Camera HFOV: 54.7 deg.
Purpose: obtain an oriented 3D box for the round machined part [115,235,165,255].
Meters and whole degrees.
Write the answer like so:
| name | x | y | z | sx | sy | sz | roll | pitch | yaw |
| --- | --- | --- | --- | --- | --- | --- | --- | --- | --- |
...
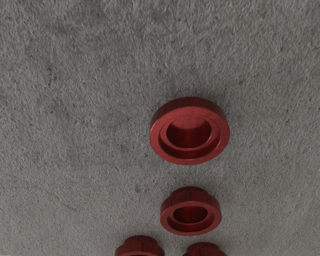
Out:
| name | x | y | z | sx | sy | sz | roll | pitch | yaw |
| --- | --- | --- | --- | --- | --- | --- | --- | --- | --- |
| round machined part | -0.039 | 0.246 | 0.605 | 0.099 | 0.042 | 0.097 | 0 | 130 | 0 |

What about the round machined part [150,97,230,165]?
| name | x | y | z | sx | sy | sz | roll | pitch | yaw |
| --- | --- | --- | --- | --- | --- | --- | --- | --- | --- |
| round machined part | 0.037 | -0.001 | 0.396 | 0.099 | 0.042 | 0.097 | 0 | 130 | 0 |

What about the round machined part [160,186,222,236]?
| name | x | y | z | sx | sy | sz | roll | pitch | yaw |
| --- | --- | --- | --- | --- | --- | --- | --- | --- | --- |
| round machined part | 0.049 | 0.133 | 0.510 | 0.099 | 0.042 | 0.097 | 0 | 130 | 0 |

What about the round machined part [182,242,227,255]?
| name | x | y | z | sx | sy | sz | roll | pitch | yaw |
| --- | --- | --- | --- | --- | --- | --- | --- | --- | --- |
| round machined part | 0.088 | 0.266 | 0.623 | 0.099 | 0.042 | 0.097 | 0 | 130 | 0 |
